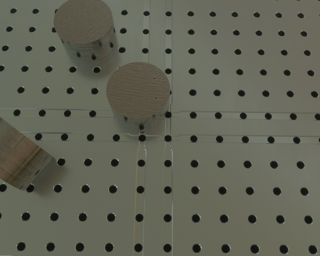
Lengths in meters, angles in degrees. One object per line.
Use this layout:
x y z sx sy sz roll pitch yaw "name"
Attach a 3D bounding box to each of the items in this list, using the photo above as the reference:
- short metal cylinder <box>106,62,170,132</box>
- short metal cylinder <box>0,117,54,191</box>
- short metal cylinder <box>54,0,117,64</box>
-0.027 -0.040 0.413 0.081 0.050 0.080 0 70 0 "short metal cylinder"
-0.176 0.030 0.369 0.080 0.080 0.050 34 74 11 "short metal cylinder"
-0.106 -0.141 0.449 0.081 0.050 0.080 0 70 -1 "short metal cylinder"
